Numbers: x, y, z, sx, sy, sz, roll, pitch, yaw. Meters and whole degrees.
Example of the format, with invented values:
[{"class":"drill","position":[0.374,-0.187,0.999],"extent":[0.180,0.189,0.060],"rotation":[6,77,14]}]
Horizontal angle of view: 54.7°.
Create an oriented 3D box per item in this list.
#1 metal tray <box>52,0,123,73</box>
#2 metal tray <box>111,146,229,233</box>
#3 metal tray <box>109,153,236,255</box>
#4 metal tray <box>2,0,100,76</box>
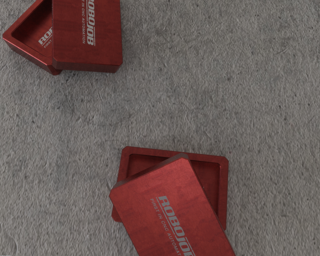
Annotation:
[{"class":"metal tray","position":[-0.102,-0.145,0.431],"extent":[0.091,0.030,0.129],"rotation":[0,79,-21]},{"class":"metal tray","position":[0.014,0.075,0.377],"extent":[0.131,0.030,0.090],"rotation":[6,70,2]},{"class":"metal tray","position":[0.015,0.103,0.332],"extent":[0.090,0.030,0.129],"rotation":[-26,93,4]},{"class":"metal tray","position":[-0.151,-0.152,0.459],"extent":[0.090,0.030,0.130],"rotation":[32,73,11]}]
